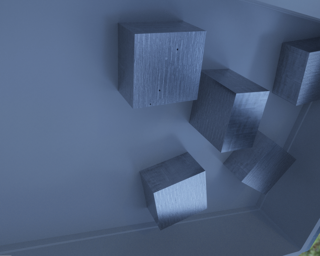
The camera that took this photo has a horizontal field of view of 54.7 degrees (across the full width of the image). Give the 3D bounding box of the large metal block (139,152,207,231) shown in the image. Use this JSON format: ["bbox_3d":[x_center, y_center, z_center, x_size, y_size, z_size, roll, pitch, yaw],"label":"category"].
[{"bbox_3d":[0.022,0.094,0.464,0.081,0.050,0.079,-20,127,-17],"label":"large metal block"}]

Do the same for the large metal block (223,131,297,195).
[{"bbox_3d":[0.168,0.057,0.523,0.080,0.050,0.080,30,101,-38],"label":"large metal block"}]

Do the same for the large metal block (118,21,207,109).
[{"bbox_3d":[-0.001,-0.073,0.348,0.081,0.050,0.079,-10,123,-24],"label":"large metal block"}]

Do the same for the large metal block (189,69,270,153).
[{"bbox_3d":[0.086,-0.026,0.406,0.050,0.080,0.079,-7,122,-25],"label":"large metal block"}]

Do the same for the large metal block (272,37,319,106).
[{"bbox_3d":[0.224,-0.087,0.464,0.081,0.050,0.079,-14,124,-21],"label":"large metal block"}]
